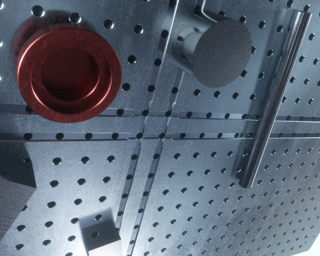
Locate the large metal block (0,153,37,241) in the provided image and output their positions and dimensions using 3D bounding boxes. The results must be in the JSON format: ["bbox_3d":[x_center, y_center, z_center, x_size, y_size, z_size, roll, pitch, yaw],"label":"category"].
[{"bbox_3d":[-0.194,0.069,0.333,0.080,0.050,0.080,29,103,-38],"label":"large metal block"}]

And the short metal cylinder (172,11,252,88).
[{"bbox_3d":[0.061,-0.095,0.372,0.081,0.050,0.079,-14,124,-21],"label":"short metal cylinder"}]

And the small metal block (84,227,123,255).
[{"bbox_3d":[-0.087,0.189,0.483,0.050,0.025,0.050,-14,124,-21],"label":"small metal block"}]

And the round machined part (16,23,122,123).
[{"bbox_3d":[-0.092,-0.057,0.315,0.099,0.042,0.097,-14,125,-21],"label":"round machined part"}]

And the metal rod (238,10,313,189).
[{"bbox_3d":[0.175,-0.028,0.491,0.025,0.025,0.298,-6,121,-26],"label":"metal rod"}]
